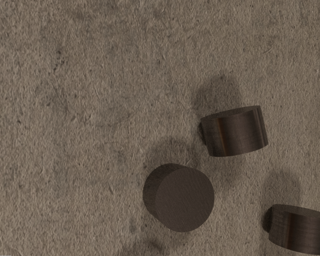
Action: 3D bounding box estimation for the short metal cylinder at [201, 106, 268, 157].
[{"bbox_3d":[0.100,0.003,0.418,0.081,0.080,0.050,-16,96,-20],"label":"short metal cylinder"}]

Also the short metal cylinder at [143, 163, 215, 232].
[{"bbox_3d":[0.023,0.089,0.406,0.081,0.050,0.079,0,90,-21],"label":"short metal cylinder"}]

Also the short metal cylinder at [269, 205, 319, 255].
[{"bbox_3d":[0.206,0.147,0.458,0.081,0.080,0.050,9,87,-20],"label":"short metal cylinder"}]
